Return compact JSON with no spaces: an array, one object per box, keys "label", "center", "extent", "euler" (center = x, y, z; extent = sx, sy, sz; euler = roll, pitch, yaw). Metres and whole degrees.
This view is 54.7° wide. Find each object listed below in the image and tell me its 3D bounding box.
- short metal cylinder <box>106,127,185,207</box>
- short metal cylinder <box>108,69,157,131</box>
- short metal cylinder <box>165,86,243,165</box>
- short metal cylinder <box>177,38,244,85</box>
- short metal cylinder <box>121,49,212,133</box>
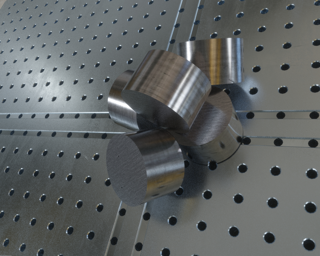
[{"label":"short metal cylinder","center":[-0.018,0.042,0.349],"extent":[0.080,0.050,0.079],"euler":[15,110,49]},{"label":"short metal cylinder","center":[-0.021,-0.033,0.404],"extent":[0.050,0.080,0.080],"euler":[20,73,36]},{"label":"short metal cylinder","center":[0.052,-0.003,0.366],"extent":[0.080,0.050,0.080],"euler":[-14,55,21]},{"label":"short metal cylinder","center":[0.062,-0.081,0.381],"extent":[0.080,0.080,0.050],"euler":[2,103,29]},{"label":"short metal cylinder","center":[0.007,-0.037,0.326],"extent":[0.080,0.080,0.050],"euler":[19,72,35]}]
